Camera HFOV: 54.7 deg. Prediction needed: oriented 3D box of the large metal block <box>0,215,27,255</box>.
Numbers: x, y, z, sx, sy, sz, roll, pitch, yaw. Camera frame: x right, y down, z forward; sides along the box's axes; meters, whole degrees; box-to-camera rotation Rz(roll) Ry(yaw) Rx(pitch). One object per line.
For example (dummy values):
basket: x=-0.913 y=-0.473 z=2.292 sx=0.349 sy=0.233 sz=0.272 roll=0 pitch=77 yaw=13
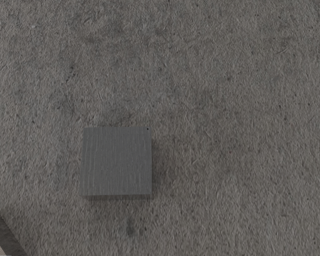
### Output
large metal block: x=-0.207 y=0.145 z=0.340 sx=0.080 sy=0.050 sz=0.080 roll=-39 pitch=75 yaw=-13

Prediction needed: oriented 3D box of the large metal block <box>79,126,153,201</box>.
large metal block: x=-0.050 y=0.045 z=0.378 sx=0.081 sy=0.050 sz=0.080 roll=-1 pitch=70 yaw=-1
